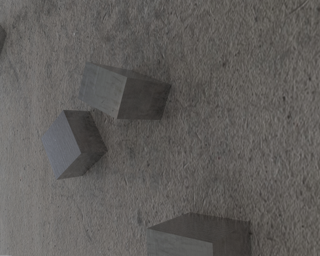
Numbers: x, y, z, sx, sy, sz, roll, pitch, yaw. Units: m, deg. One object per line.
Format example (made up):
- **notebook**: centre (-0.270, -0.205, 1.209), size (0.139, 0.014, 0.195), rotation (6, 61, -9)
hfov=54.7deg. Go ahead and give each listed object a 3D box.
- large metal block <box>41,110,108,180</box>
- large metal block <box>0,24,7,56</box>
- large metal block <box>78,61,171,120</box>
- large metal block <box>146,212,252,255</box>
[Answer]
- **large metal block**: centre (-0.142, 0.027, 0.506), size (0.080, 0.050, 0.080), rotation (-43, 64, 31)
- **large metal block**: centre (-0.412, -0.201, 0.709), size (0.050, 0.081, 0.080), rotation (46, 118, 30)
- **large metal block**: centre (-0.046, -0.048, 0.407), size (0.080, 0.081, 0.050), rotation (26, 107, 37)
- **large metal block**: centre (0.043, 0.130, 0.334), size (0.080, 0.081, 0.050), rotation (-3, 88, 40)
